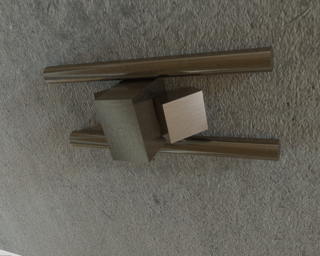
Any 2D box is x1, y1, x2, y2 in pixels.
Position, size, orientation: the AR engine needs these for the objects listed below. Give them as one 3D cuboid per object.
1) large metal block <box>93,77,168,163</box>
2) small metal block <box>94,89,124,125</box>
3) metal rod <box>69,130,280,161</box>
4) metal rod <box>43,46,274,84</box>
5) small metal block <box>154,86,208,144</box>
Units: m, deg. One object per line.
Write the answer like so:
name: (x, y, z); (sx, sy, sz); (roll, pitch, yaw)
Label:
large metal block: (-0.026, -0.014, 0.379); (0.050, 0.080, 0.079); (1, 119, 27)
small metal block: (-0.067, -0.020, 0.412); (0.025, 0.050, 0.050); (-17, 116, -8)
metal rod: (0.001, 0.021, 0.419); (0.301, 0.025, 0.025); (2, 119, 27)
metal rod: (-0.023, -0.072, 0.374); (0.301, 0.025, 0.025); (2, 119, 27)
small metal block: (0.026, -0.016, 0.366); (0.025, 0.050, 0.050); (40, 147, 60)
